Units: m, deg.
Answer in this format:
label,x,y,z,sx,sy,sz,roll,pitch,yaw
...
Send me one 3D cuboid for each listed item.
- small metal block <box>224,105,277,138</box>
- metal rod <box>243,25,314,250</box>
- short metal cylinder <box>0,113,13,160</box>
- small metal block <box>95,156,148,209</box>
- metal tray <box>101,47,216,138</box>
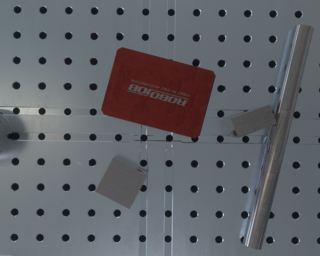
label,x,y,z,sx,sy,sz,roll,pitch,yaw
small metal block,0.114,-0.008,0.402,0.050,0.050,0.025,-20,90,0
metal rod,0.158,0.012,0.414,0.025,0.025,0.298,13,90,0
short metal cylinder,-0.242,0.012,0.399,0.081,0.050,0.080,0,90,0
small metal block,-0.050,0.072,0.413,0.050,0.025,0.050,28,90,0
metal tray,-0.002,-0.045,0.411,0.131,0.030,0.090,15,90,0
